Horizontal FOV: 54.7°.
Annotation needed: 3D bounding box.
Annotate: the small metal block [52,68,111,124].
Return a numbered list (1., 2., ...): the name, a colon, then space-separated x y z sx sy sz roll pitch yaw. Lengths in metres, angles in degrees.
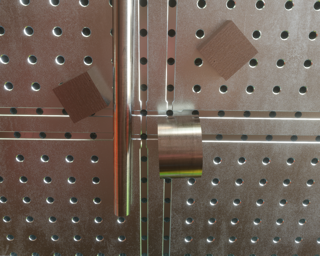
1. small metal block: -0.099 -0.041 0.397 0.050 0.025 0.050 -26 108 9

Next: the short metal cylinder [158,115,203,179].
1. short metal cylinder: 0.024 0.024 0.393 0.050 0.080 0.079 -2 110 1

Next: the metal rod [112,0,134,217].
1. metal rod: -0.049 -0.016 0.406 0.025 0.025 0.298 2 110 -1

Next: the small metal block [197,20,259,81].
1. small metal block: 0.082 -0.095 0.379 0.050 0.025 0.050 -42 105 14
